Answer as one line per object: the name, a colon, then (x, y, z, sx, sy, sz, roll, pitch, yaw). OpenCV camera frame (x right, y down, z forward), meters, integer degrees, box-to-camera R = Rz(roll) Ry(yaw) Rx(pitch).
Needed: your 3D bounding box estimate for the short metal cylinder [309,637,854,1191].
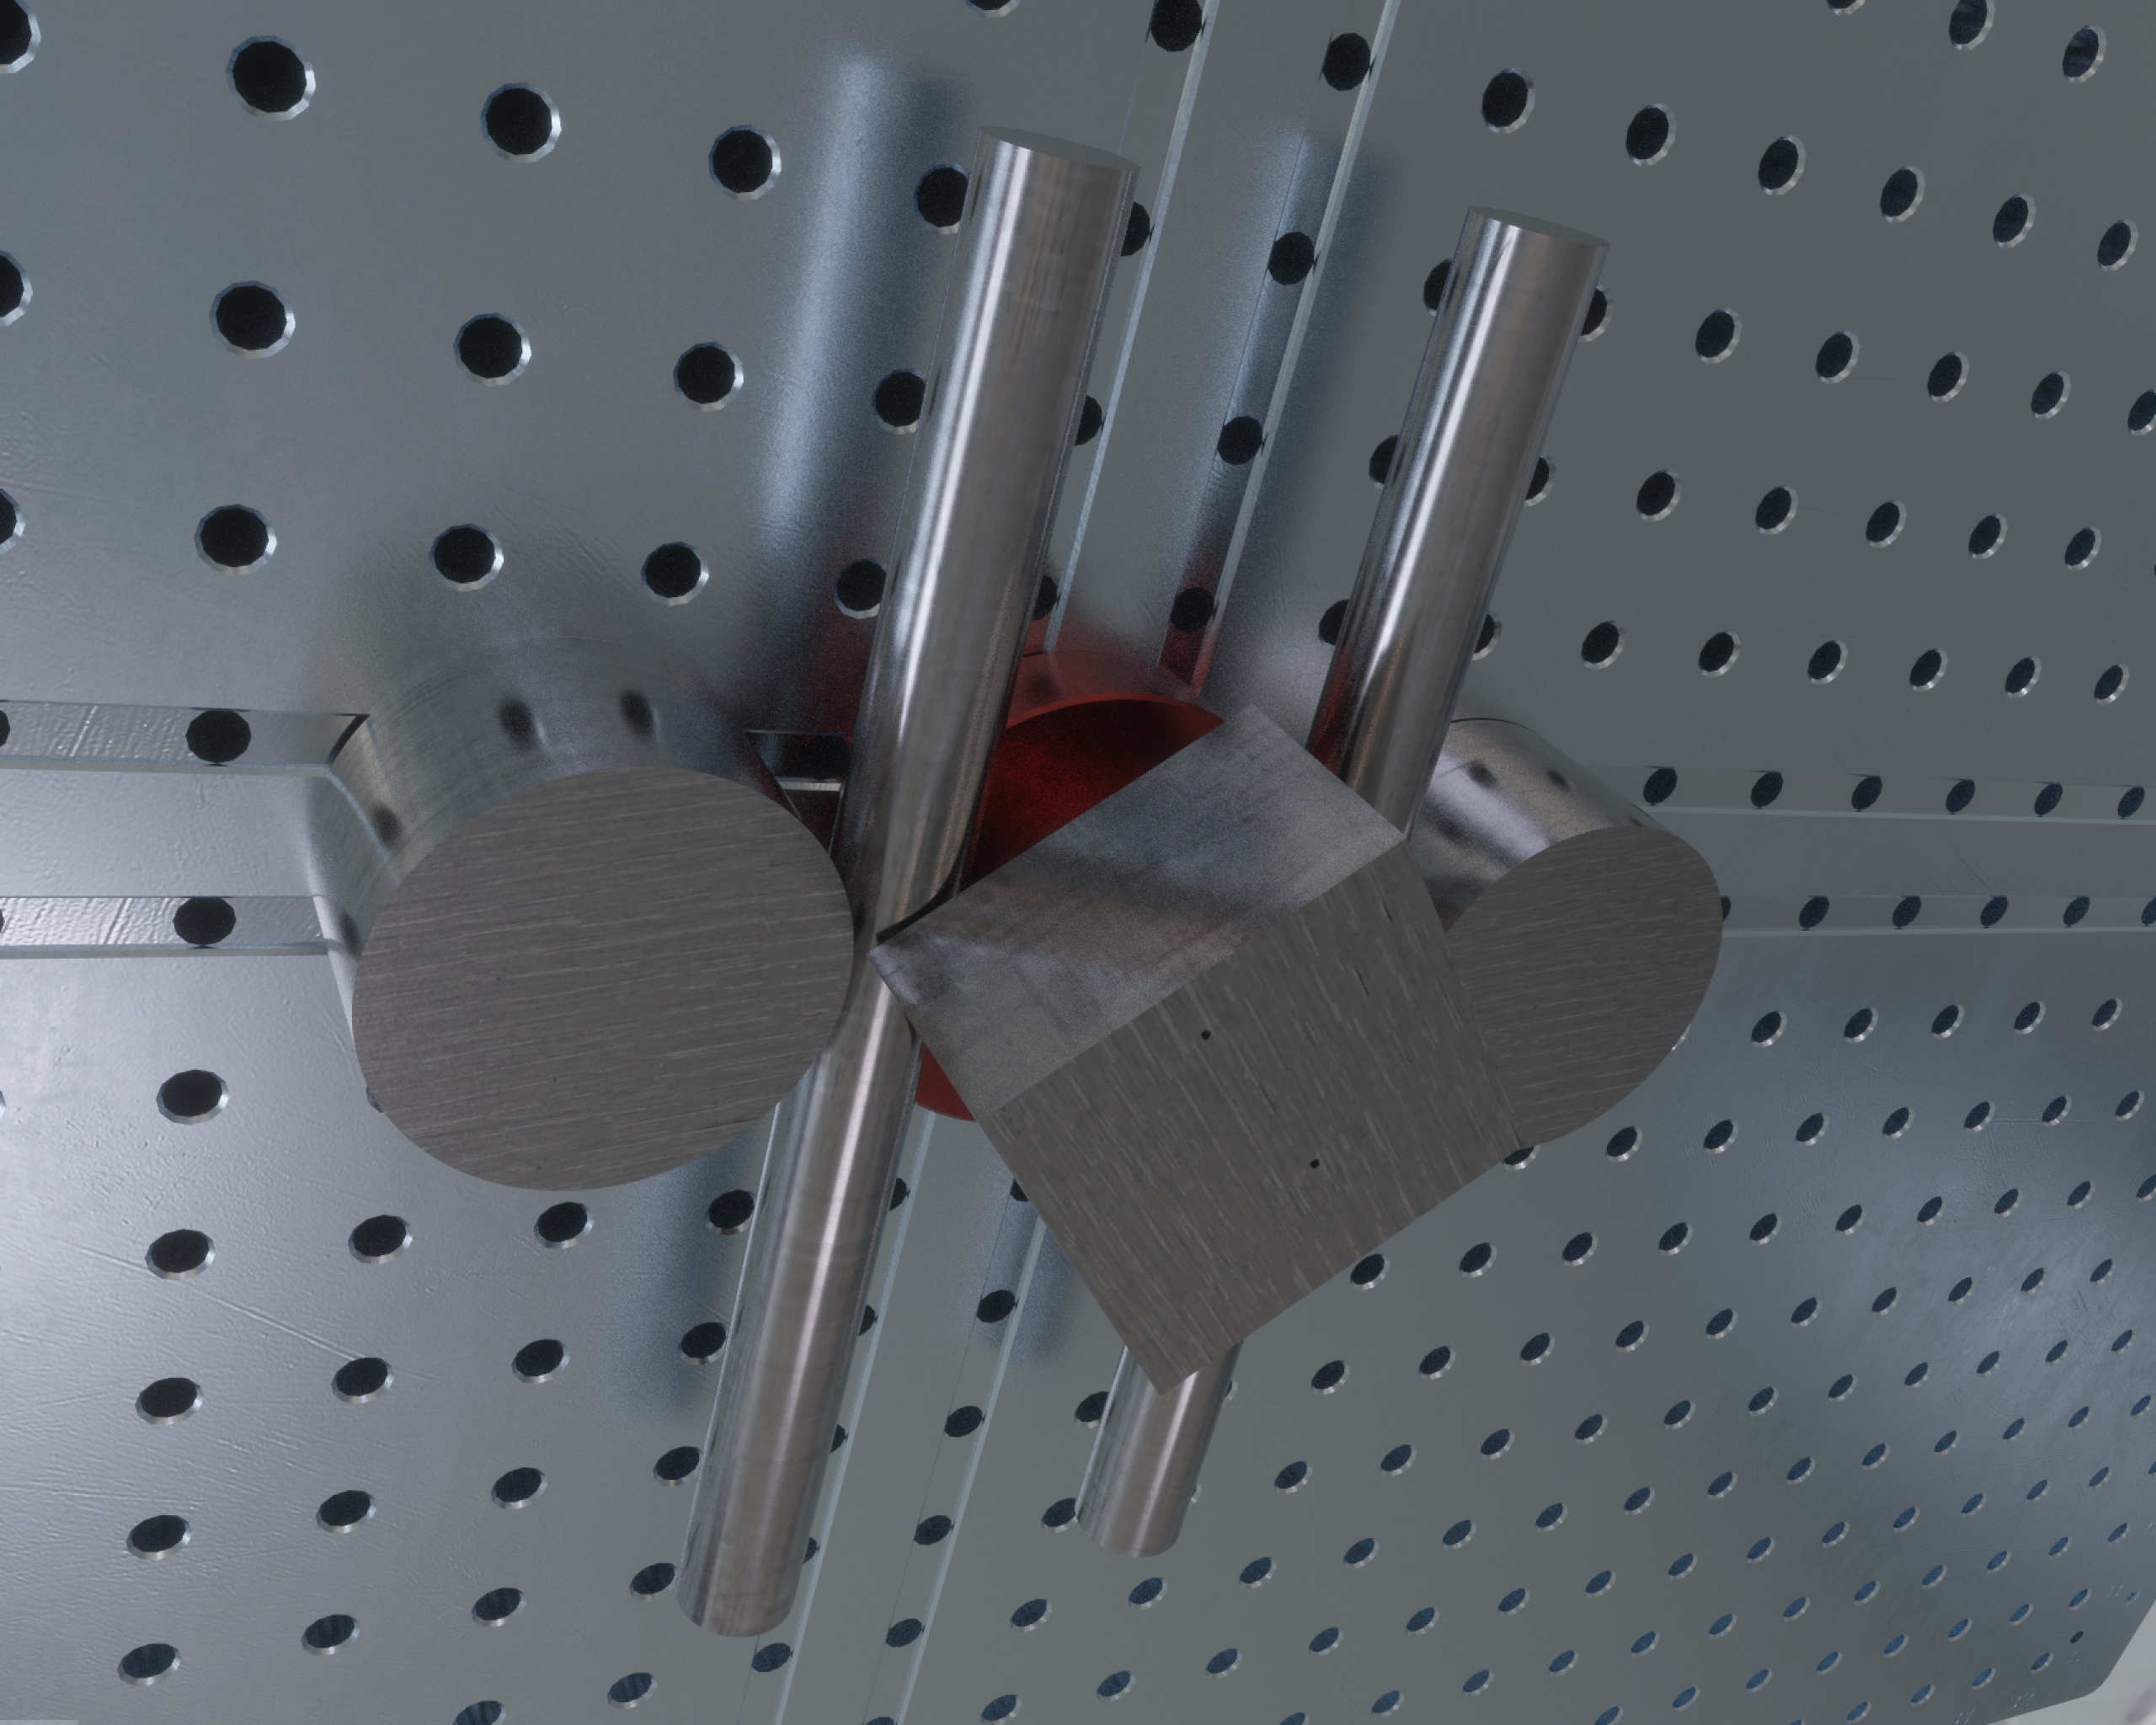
short metal cylinder: (-0.085, 0.008, 0.354, 0.081, 0.050, 0.079, -14, 124, -21)

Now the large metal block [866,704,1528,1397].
large metal block: (0.023, 0.033, 0.366, 0.080, 0.050, 0.080, -33, 129, -7)

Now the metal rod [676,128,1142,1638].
metal rod: (-0.037, 0.023, 0.377, 0.025, 0.025, 0.298, 0, 118, -29)

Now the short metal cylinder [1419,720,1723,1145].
short metal cylinder: (0.091, 0.016, 0.453, 0.081, 0.050, 0.079, -14, 124, -21)

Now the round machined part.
round machined part: (0.000, 0.012, 0.408, 0.099, 0.042, 0.097, -14, 124, -21)

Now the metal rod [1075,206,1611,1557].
metal rod: (0.046, 0.021, 0.422, 0.025, 0.025, 0.298, 0, 119, -29)
